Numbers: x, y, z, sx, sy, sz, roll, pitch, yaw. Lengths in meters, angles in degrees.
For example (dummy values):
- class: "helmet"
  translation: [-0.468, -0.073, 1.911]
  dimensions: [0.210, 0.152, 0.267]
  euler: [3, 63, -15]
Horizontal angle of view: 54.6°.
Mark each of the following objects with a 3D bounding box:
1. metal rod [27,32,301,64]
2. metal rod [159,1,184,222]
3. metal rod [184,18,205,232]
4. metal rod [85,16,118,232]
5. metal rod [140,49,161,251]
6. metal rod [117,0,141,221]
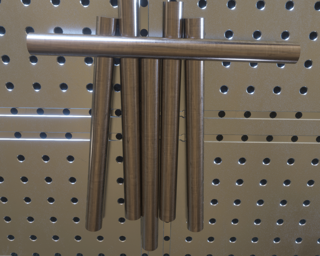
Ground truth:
- class: "metal rod"
  translation: [0.005, -0.091, 0.353]
  dimensions: [0.302, 0.025, 0.025]
  euler: [2, 110, -1]
- class: "metal rod"
  translation: [0.013, -0.007, 0.412]
  dimensions: [0.025, 0.025, 0.298]
  euler: [1, 110, 0]
- class: "metal rod"
  translation: [0.047, 0.010, 0.418]
  dimensions: [0.025, 0.025, 0.298]
  euler: [-2, 110, 1]
- class: "metal rod"
  translation: [-0.081, 0.009, 0.415]
  dimensions: [0.025, 0.025, 0.298]
  euler: [7, 110, -3]
- class: "metal rod"
  translation: [-0.013, 0.043, 0.429]
  dimensions: [0.025, 0.025, 0.298]
  euler: [1, 111, 0]
- class: "metal rod"
  translation: [-0.038, -0.010, 0.410]
  dimensions: [0.025, 0.025, 0.298]
  euler: [1, 110, 0]
